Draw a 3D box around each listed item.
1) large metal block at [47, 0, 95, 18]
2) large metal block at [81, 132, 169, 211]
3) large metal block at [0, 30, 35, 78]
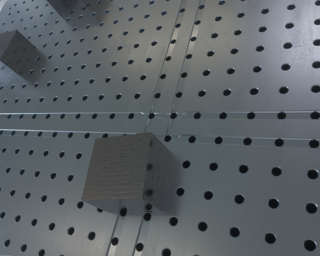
[{"bbox_3d":[-0.186,-0.295,0.673,0.080,0.050,0.080,-1,61,27],"label":"large metal block"},{"bbox_3d":[-0.040,0.056,0.380,0.080,0.050,0.080,-7,58,24],"label":"large metal block"},{"bbox_3d":[-0.331,-0.157,0.665,0.080,0.050,0.080,1,62,28],"label":"large metal block"}]
